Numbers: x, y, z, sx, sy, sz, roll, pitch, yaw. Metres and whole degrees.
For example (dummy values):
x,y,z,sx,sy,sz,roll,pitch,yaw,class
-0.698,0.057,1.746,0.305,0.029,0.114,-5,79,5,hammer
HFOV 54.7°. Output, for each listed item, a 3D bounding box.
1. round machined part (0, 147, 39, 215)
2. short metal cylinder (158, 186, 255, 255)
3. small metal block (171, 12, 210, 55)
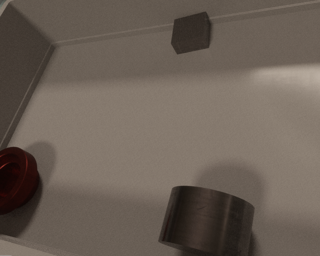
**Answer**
x,y,z,sx,sy,sz,roll,pitch,yaw,class
-0.220,0.081,0.458,0.098,0.042,0.098,-13,56,20,round machined part
0.044,0.092,0.290,0.080,0.080,0.050,3,63,29,short metal cylinder
0.047,-0.143,0.468,0.050,0.025,0.050,-6,59,25,small metal block
